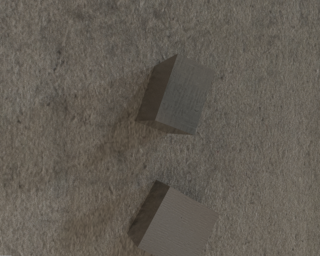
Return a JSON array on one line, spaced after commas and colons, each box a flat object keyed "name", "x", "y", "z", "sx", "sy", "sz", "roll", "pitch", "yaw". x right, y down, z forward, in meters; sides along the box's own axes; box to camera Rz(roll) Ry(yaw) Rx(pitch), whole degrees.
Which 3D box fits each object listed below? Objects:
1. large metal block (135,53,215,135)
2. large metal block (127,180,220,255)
[{"name": "large metal block", "x": 0.016, "y": -0.038, "z": 0.387, "sx": 0.050, "sy": 0.080, "sz": 0.080, "roll": 21, "pitch": 83, "yaw": -19}, {"name": "large metal block", "x": 0.017, "y": 0.125, "z": 0.403, "sx": 0.080, "sy": 0.050, "sz": 0.080, "roll": 32, "pitch": 79, "yaw": -18}]
